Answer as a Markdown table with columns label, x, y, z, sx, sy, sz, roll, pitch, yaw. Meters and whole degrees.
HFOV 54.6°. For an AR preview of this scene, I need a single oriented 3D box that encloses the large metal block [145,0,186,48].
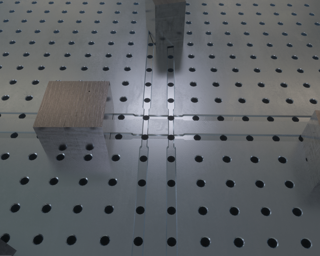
| label | x | y | z | sx | sy | sz | roll | pitch | yaw |
| --- | --- | --- | --- | --- | --- | --- | --- | --- | --- |
| large metal block | 0.007 | -0.199 | 0.540 | 0.050 | 0.080 | 0.080 | -11 | 51 | -9 |

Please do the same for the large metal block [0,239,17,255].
| label | x | y | z | sx | sy | sz | roll | pitch | yaw |
| --- | --- | --- | --- | --- | --- | --- | --- | --- | --- |
| large metal block | -0.190 | 0.101 | 0.268 | 0.080 | 0.080 | 0.050 | -2 | 43 | 36 |

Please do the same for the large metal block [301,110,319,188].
| label | x | y | z | sx | sy | sz | roll | pitch | yaw |
| --- | --- | --- | --- | --- | --- | --- | --- | --- | --- |
| large metal block | 0.225 | 0.028 | 0.370 | 0.080 | 0.050 | 0.080 | 5 | 50 | 4 |

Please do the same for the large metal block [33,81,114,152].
| label | x | y | z | sx | sy | sz | roll | pitch | yaw |
| --- | --- | --- | --- | --- | --- | --- | --- | --- | --- |
| large metal block | -0.107 | -0.016 | 0.404 | 0.080 | 0.050 | 0.080 | 0 | 50 | 0 |
